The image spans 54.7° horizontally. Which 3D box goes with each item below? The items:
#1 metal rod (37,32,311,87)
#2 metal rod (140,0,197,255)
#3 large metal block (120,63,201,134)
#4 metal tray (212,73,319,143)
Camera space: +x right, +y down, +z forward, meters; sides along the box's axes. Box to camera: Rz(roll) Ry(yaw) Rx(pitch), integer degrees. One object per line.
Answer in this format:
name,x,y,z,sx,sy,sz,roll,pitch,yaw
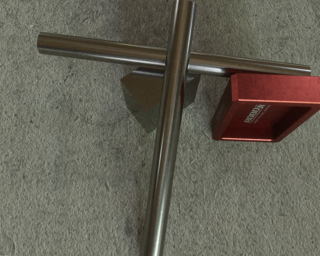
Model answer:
metal rod,0.014,-0.078,0.351,0.302,0.025,0.025,8,70,2
metal rod,0.007,0.019,0.335,0.025,0.025,0.298,8,96,2
large metal block,0.001,-0.046,0.396,0.080,0.080,0.050,-35,74,-12
metal tray,0.115,-0.017,0.360,0.091,0.130,0.030,2,70,0
